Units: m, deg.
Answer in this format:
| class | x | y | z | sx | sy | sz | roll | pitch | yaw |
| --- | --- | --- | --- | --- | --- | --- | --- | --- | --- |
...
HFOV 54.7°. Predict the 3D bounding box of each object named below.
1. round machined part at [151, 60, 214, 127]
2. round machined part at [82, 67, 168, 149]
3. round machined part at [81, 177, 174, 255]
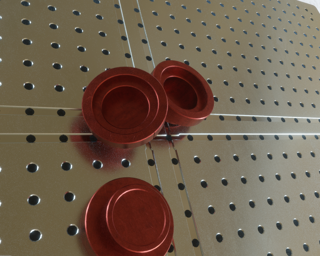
| class | x | y | z | sx | sy | sz | roll | pitch | yaw |
| --- | --- | --- | --- | --- | --- | --- | --- | --- | --- |
| round machined part | 0.024 | -0.044 | 0.435 | 0.099 | 0.042 | 0.098 | 18 | 52 | -24 |
| round machined part | -0.041 | -0.021 | 0.375 | 0.099 | 0.042 | 0.098 | 2 | 70 | -4 |
| round machined part | -0.029 | 0.098 | 0.323 | 0.099 | 0.042 | 0.098 | 14 | 56 | -21 |
